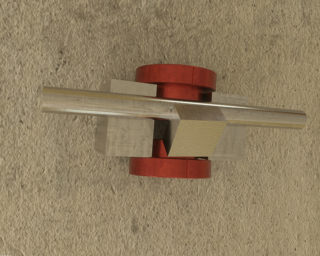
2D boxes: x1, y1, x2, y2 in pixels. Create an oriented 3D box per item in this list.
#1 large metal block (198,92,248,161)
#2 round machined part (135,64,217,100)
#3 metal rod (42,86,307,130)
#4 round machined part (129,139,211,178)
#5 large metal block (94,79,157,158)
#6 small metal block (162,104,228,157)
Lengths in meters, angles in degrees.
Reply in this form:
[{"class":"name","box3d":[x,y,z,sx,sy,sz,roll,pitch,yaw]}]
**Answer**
[{"class":"large metal block","box3d":[0.068,-0.001,0.406,0.050,0.080,0.080,4,89,-20]},{"class":"round machined part","box3d":[0.018,-0.047,0.378,0.099,0.098,0.042,4,90,-20]},{"class":"metal rod","box3d":[0.033,-0.018,0.337,0.302,0.025,0.025,3,89,-20]},{"class":"round machined part","box3d":[0.013,0.037,0.376,0.099,0.098,0.042,5,84,-20]},{"class":"large metal block","box3d":[-0.043,-0.010,0.365,0.050,0.080,0.080,5,89,-20]},{"class":"small metal block","box3d":[0.035,0.004,0.324,0.050,0.025,0.050,2,130,-19]}]
